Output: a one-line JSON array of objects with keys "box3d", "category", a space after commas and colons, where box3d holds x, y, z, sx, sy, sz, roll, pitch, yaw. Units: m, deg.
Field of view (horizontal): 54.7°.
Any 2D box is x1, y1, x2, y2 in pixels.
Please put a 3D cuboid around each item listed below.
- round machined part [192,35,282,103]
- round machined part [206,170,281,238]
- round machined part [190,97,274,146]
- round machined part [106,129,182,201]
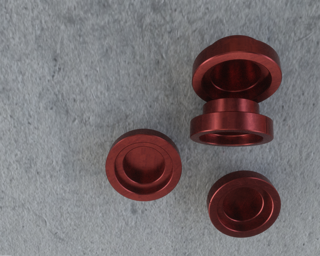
[{"box3d": [0.087, -0.068, 0.360, 0.099, 0.042, 0.098, 4, 149, 3], "category": "round machined part"}, {"box3d": [0.115, 0.103, 0.440, 0.099, 0.042, 0.097, 0, 110, -1], "category": "round machined part"}, {"box3d": [0.087, -0.007, 0.379, 0.099, 0.098, 0.042, 4, 76, -2], "category": "round machined part"}, {"box3d": [-0.021, 0.046, 0.417, 0.099, 0.042, 0.097, 0, 110, -1], "category": "round machined part"}]
